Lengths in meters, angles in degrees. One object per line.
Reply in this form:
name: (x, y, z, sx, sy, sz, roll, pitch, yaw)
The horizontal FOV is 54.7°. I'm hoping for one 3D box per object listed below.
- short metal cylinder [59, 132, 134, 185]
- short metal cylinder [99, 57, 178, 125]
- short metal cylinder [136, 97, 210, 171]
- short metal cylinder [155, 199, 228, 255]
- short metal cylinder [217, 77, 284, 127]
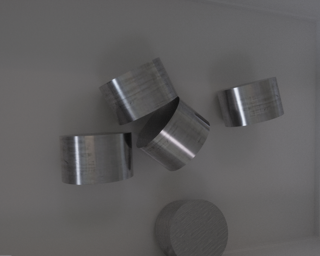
short metal cylinder: (-0.072, 0.032, 0.355, 0.081, 0.080, 0.050, -3, 92, -20)
short metal cylinder: (-0.025, -0.044, 0.372, 0.080, 0.080, 0.050, -30, 100, -17)
short metal cylinder: (0.016, 0.007, 0.387, 0.050, 0.080, 0.080, 39, 78, -16)
short metal cylinder: (0.040, 0.134, 0.403, 0.081, 0.050, 0.080, 6, 74, -21)
short metal cylinder: (0.124, -0.036, 0.427, 0.081, 0.080, 0.050, -17, 96, -19)
